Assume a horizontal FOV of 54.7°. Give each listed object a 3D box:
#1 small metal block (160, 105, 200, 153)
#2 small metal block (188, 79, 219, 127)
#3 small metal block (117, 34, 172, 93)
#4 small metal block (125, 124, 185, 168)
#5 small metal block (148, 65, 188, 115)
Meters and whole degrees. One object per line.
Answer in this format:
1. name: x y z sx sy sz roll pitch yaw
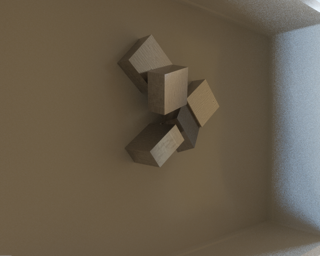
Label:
1. small metal block: 0.029 -0.004 0.420 0.050 0.025 0.050 58 30 -24
2. small metal block: 0.055 -0.036 0.455 0.050 0.025 0.050 -47 118 -30
3. small metal block: -0.018 -0.081 0.393 0.050 0.025 0.050 50 60 -28
4. small metal block: -0.007 0.020 0.386 0.050 0.050 0.025 -46 119 -30
5. small metal block: 0.010 -0.049 0.388 0.050 0.025 0.050 -28 126 -47
